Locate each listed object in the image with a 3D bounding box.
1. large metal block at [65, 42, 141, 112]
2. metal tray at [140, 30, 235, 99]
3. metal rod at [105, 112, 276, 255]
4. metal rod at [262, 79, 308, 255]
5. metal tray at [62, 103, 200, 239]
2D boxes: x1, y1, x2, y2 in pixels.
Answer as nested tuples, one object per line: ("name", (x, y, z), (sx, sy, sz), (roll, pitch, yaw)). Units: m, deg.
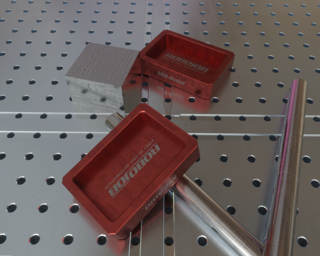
("large metal block", (-0.079, -0.076, 0.454), (0.080, 0.050, 0.080), (12, 51, 9))
("metal tray", (0.040, -0.105, 0.492), (0.130, 0.030, 0.090), (25, 54, 19))
("metal rod", (0.037, 0.075, 0.344), (0.025, 0.025, 0.300), (-35, 58, -26))
("metal rod", (0.152, 0.034, 0.362), (0.025, 0.025, 0.301), (17, 46, 14))
("metal tray", (-0.031, 0.043, 0.344), (0.090, 0.030, 0.130), (37, 74, 27))
